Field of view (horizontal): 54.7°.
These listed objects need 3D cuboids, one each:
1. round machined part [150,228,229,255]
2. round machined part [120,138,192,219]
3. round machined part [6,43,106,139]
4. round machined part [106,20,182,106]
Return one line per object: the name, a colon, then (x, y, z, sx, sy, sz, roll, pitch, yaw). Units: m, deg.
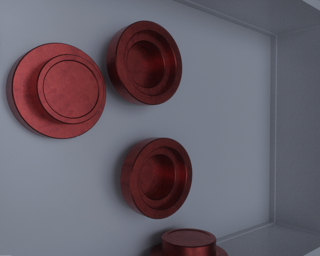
round machined part: (0.036, 0.157, 0.390, 0.099, 0.098, 0.042, 1, 90, -40)
round machined part: (-0.009, 0.060, 0.388, 0.099, 0.042, 0.097, 0, 90, -40)
round machined part: (-0.097, -0.037, 0.314, 0.099, 0.042, 0.097, 0, 90, -40)
round machined part: (-0.023, -0.076, 0.376, 0.099, 0.042, 0.097, 0, 90, -40)
